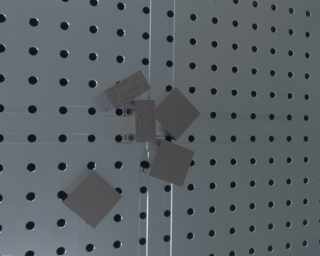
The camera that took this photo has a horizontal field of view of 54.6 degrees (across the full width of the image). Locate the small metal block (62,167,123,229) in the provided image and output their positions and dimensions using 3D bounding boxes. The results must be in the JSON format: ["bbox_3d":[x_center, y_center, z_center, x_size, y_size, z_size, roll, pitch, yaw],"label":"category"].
[{"bbox_3d":[-0.084,0.085,0.382,0.050,0.025,0.050,46,76,-15],"label":"small metal block"}]

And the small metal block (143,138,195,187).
[{"bbox_3d":[0.012,0.046,0.417,0.050,0.025,0.050,23,83,-19],"label":"small metal block"}]

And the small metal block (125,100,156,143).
[{"bbox_3d":[-0.025,-0.009,0.390,0.025,0.050,0.050,-3,91,-20],"label":"small metal block"}]

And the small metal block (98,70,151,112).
[{"bbox_3d":[-0.045,-0.045,0.382,0.050,0.050,0.025,-34,101,-17],"label":"small metal block"}]

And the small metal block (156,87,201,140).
[{"bbox_3d":[0.017,-0.019,0.419,0.050,0.025,0.050,46,76,-14],"label":"small metal block"}]
